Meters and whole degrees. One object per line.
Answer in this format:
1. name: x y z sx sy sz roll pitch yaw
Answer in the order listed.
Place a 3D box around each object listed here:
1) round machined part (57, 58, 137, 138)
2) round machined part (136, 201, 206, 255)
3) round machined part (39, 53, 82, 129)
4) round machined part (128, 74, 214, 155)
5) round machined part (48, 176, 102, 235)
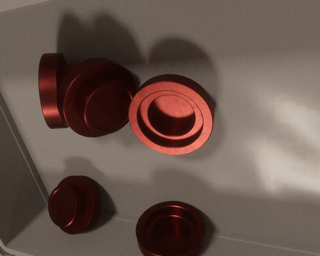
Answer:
1. round machined part: -0.068 -0.031 0.372 0.042 0.099 0.097 36 136 41
2. round machined part: 0.017 0.156 0.449 0.098 0.098 0.042 9 126 23
3. round machined part: -0.123 -0.048 0.405 0.042 0.098 0.097 -4 122 -7
4. round machined part: 0.015 -0.019 0.369 0.098 0.042 0.097 7 123 11
5. round machined part: -0.150 0.130 0.524 0.098 0.042 0.097 -5 80 31
